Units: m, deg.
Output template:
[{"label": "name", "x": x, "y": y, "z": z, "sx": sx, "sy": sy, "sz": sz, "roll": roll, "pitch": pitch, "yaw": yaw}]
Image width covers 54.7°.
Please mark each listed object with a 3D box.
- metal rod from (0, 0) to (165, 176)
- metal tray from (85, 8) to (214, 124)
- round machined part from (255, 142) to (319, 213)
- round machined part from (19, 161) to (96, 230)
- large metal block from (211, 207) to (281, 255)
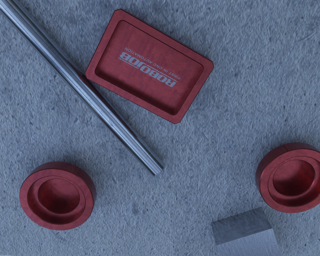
[{"label": "metal rod", "x": -0.097, "y": -0.052, "z": 0.389, "sx": 0.025, "sy": 0.025, "sz": 0.300, "roll": -37, "pitch": 106, "yaw": 12}, {"label": "metal tray", "x": -0.013, "y": -0.073, "z": 0.379, "sx": 0.131, "sy": 0.030, "sz": 0.090, "roll": 27, "pitch": 108, "yaw": -10}, {"label": "round machined part", "x": 0.180, "y": 0.064, "z": 0.426, "sx": 0.099, "sy": 0.042, "sz": 0.097, "roll": 0, "pitch": 110, "yaw": 0}, {"label": "round machined part", "x": -0.138, "y": 0.090, "z": 0.433, "sx": 0.099, "sy": 0.042, "sz": 0.097, "roll": 0, "pitch": 110, "yaw": 0}, {"label": "large metal block", "x": 0.130, "y": 0.176, "z": 0.463, "sx": 0.080, "sy": 0.050, "sz": 0.080, "roll": -20, "pitch": 109, "yaw": 7}]
